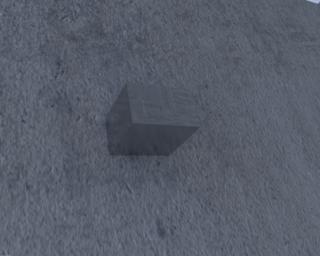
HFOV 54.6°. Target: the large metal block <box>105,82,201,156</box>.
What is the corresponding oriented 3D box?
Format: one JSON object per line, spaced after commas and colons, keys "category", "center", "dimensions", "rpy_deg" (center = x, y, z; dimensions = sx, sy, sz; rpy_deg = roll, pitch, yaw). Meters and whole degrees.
{"category": "large metal block", "center": [-0.012, -0.006, 0.366], "dimensions": [0.081, 0.080, 0.050], "rpy_deg": [3, 61, -27]}
